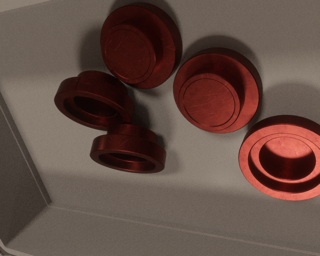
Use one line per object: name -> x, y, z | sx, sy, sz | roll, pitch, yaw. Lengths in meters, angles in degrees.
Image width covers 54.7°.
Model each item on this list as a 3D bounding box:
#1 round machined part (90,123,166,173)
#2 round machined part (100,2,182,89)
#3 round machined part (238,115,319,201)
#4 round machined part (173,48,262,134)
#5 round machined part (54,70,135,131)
round machined part -> -0.040, 0.027, 0.413 | 0.099, 0.042, 0.098 | 7, 157, 3
round machined part -> -0.028, -0.090, 0.356 | 0.098, 0.042, 0.097 | 13, 124, 20
round machined part -> 0.140, 0.029, 0.341 | 0.098, 0.042, 0.097 | 13, 124, 20
round machined part -> 0.059, -0.036, 0.344 | 0.098, 0.042, 0.097 | 13, 124, 20
round machined part -> -0.079, -0.037, 0.396 | 0.099, 0.042, 0.098 | 10, 154, 5
